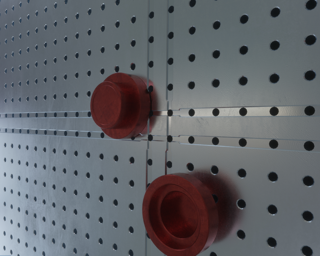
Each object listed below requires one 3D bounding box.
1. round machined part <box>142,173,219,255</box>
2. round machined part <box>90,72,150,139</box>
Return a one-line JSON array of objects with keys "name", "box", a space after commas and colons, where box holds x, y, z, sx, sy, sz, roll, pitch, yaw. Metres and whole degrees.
[{"name": "round machined part", "box": [0.028, 0.103, 0.376, 0.098, 0.042, 0.097, 0, 90, 40]}, {"name": "round machined part", "box": [-0.064, -0.032, 0.453, 0.098, 0.042, 0.097, 0, 90, 40]}]
